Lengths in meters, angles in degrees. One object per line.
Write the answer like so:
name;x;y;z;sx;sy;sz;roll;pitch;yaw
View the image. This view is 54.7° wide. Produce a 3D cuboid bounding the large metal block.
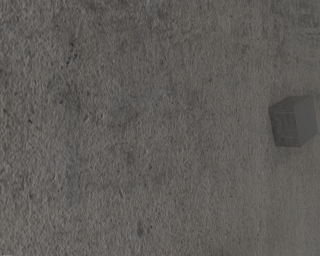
large metal block;0.263;-0.014;0.609;0.081;0.050;0.080;-25;106;-37
